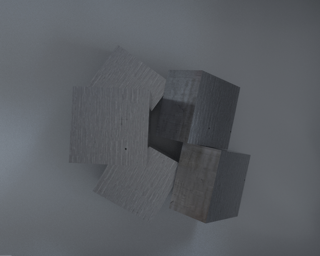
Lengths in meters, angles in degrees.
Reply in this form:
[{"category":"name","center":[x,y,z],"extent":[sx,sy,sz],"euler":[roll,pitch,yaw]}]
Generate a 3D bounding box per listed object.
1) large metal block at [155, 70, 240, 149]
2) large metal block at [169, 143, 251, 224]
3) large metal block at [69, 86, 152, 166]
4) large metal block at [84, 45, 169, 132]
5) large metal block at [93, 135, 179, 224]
[{"category":"large metal block","center":[0.048,-0.021,0.377],"extent":[0.081,0.050,0.080],"euler":[11,90,-45]},{"category":"large metal block","center":[0.063,0.064,0.376],"extent":[0.050,0.080,0.080],"euler":[12,90,39]},{"category":"large metal block","center":[-0.052,-0.002,0.345],"extent":[0.081,0.050,0.079],"euler":[3,89,1]},{"category":"large metal block","center":[-0.042,-0.045,0.397],"extent":[0.080,0.050,0.080],"euler":[36,90,-1]},{"category":"large metal block","center":[-0.026,0.060,0.394],"extent":[0.080,0.050,0.080],"euler":[30,90,-1]}]
